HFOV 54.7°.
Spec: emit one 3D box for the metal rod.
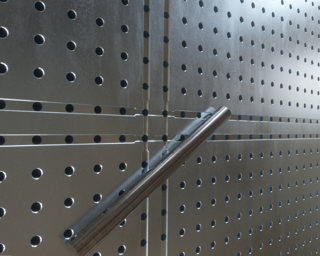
[{"bbox_3d":[0.006,0.055,0.416,0.302,0.025,0.025,-39,114,-33],"label":"metal rod"}]
